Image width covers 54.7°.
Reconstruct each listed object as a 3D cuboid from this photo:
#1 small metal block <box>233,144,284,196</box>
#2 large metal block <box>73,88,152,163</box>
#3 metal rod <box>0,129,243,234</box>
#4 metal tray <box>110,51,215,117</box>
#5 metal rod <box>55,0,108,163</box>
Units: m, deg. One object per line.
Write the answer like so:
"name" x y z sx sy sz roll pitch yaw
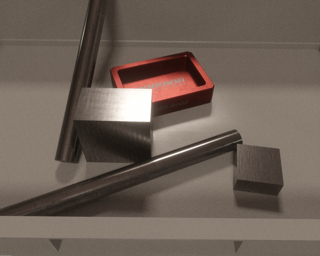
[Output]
"small metal block" 0.114 0.049 0.366 0.050 0.025 0.050 7 50 5
"large metal block" -0.050 -0.001 0.370 0.081 0.080 0.050 1 50 0
"metal rod" -0.041 0.058 0.355 0.302 0.025 0.025 -18 53 -15
"metal tray" 0.001 -0.063 0.454 0.131 0.030 0.090 -15 52 -13
"metal rod" -0.094 -0.103 0.408 0.025 0.025 0.299 7 76 5
